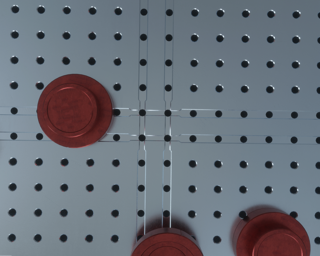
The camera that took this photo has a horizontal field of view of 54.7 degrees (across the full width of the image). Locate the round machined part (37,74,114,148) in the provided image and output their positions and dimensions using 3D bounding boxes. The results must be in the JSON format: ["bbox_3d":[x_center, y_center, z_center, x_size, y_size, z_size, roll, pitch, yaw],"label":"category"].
[{"bbox_3d":[-0.111,-0.022,0.403,0.099,0.042,0.097,0,90,-1],"label":"round machined part"}]

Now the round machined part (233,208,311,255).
[{"bbox_3d":[0.150,0.160,0.407,0.099,0.042,0.097,0,90,-1],"label":"round machined part"}]

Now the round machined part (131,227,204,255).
[{"bbox_3d":[0.009,0.178,0.405,0.099,0.042,0.097,0,90,-1],"label":"round machined part"}]
